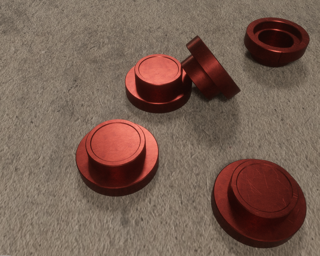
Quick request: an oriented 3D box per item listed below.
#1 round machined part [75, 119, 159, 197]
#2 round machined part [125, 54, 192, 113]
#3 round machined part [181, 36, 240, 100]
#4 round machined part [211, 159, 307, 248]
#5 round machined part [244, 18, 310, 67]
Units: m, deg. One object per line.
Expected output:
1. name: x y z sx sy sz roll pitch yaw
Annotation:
1. round machined part: -0.051 0.028 0.368 0.099 0.042 0.098 0 50 0
2. round machined part: -0.002 -0.071 0.452 0.099 0.042 0.098 0 50 0
3. round machined part: 0.066 -0.078 0.435 0.042 0.098 0.098 -38 52 15
4. round machined part: 0.107 0.073 0.332 0.099 0.042 0.098 0 50 0
5. round machined part: 0.188 -0.137 0.510 0.099 0.042 0.098 0 50 0
